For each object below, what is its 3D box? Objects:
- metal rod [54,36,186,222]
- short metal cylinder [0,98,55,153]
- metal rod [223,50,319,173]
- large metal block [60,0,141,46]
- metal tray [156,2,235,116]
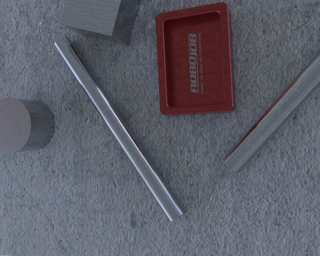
[{"bbox_3d":[-0.061,-0.006,0.429,0.025,0.025,0.299,-38,78,16],"label":"metal rod"},{"bbox_3d":[-0.209,-0.004,0.467,0.080,0.050,0.079,0,90,19],"label":"short metal cylinder"},{"bbox_3d":[0.178,-0.067,0.346,0.025,0.025,0.299,42,103,15],"label":"metal rod"},{"bbox_3d":[-0.078,-0.165,0.422,0.080,0.050,0.080,18,96,18],"label":"large metal block"},{"bbox_3d":[0.045,-0.082,0.389,0.090,0.030,0.129,-3,89,19],"label":"metal tray"}]
